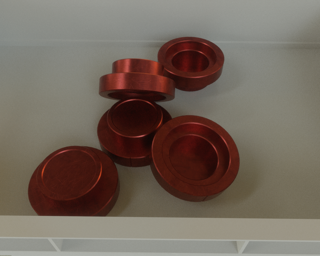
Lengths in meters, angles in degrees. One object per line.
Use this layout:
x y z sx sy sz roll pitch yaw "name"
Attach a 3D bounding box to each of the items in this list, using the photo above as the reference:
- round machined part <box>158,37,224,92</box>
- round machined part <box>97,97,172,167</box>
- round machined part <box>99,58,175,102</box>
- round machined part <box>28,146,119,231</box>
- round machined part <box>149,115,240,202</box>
0.046 -0.094 0.473 0.099 0.042 0.098 0 50 0 "round machined part"
-0.031 -0.002 0.395 0.099 0.042 0.098 0 50 0 "round machined part"
-0.029 -0.062 0.406 0.099 0.098 0.042 2 86 2 "round machined part"
-0.096 0.059 0.344 0.099 0.042 0.098 0 50 0 "round machined part"
0.036 0.037 0.354 0.099 0.042 0.098 5 58 -8 "round machined part"
